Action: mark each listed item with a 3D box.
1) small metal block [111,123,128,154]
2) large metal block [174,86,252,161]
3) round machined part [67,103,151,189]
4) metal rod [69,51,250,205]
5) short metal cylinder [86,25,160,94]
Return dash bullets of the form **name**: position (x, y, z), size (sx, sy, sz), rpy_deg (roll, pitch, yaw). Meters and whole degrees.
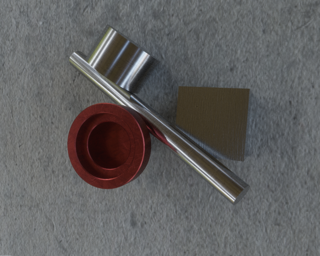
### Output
- **small metal block**: position (-0.044, 0.007, 0.412), size (0.025, 0.050, 0.050), rpy_deg (-2, 89, 20)
- **large metal block**: position (0.065, -0.006, 0.374), size (0.080, 0.050, 0.079), rpy_deg (5, 92, 19)
- **round machined part**: position (-0.056, 0.020, 0.367), size (0.098, 0.042, 0.097), rpy_deg (1, 92, 19)
- **metal rod**: position (-0.021, -0.017, 0.377), size (0.300, 0.025, 0.025), rpy_deg (40, 103, 30)
- **short metal cylinder**: position (-0.047, -0.088, 0.396), size (0.080, 0.080, 0.050), rpy_deg (39, 102, 15)
